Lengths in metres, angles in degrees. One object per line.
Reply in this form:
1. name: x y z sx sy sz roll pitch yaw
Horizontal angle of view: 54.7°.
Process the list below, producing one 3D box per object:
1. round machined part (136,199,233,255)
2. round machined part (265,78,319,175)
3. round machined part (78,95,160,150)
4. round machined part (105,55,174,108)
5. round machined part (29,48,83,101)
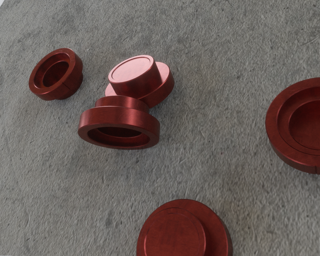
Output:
1. round machined part: 0.019 0.118 0.310 0.098 0.042 0.098 -13 56 21
2. round machined part: 0.159 0.001 0.309 0.098 0.042 0.098 -13 56 21
3. round machined part: -0.049 -0.007 0.385 0.098 0.098 0.042 -7 67 25
4. round machined part: -0.033 -0.066 0.433 0.098 0.042 0.098 -15 37 12
5. round machined part: -0.174 -0.088 0.539 0.098 0.042 0.098 -13 56 21
